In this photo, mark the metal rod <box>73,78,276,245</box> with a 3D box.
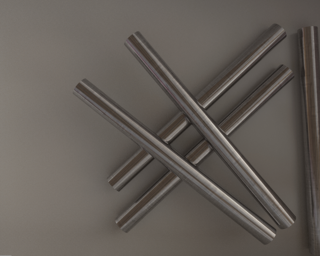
[{"bbox_3d":[0.018,0.041,0.385,0.300,0.025,0.025,38,90,0],"label":"metal rod"}]

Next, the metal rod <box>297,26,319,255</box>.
[{"bbox_3d":[0.204,0.017,0.412,0.025,0.025,0.298,-3,90,0],"label":"metal rod"}]

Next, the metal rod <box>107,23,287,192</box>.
[{"bbox_3d":[0.048,-0.027,0.411,0.300,0.025,0.025,-43,90,0],"label":"metal rod"}]

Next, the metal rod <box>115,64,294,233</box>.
[{"bbox_3d":[0.059,0.027,0.411,0.300,0.025,0.025,-43,90,0],"label":"metal rod"}]

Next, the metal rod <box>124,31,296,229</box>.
[{"bbox_3d":[0.062,0.003,0.385,0.025,0.025,0.300,-40,90,0],"label":"metal rod"}]
